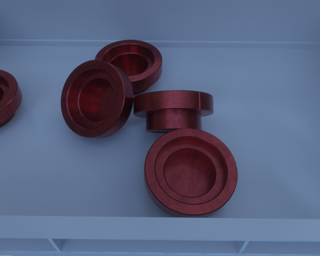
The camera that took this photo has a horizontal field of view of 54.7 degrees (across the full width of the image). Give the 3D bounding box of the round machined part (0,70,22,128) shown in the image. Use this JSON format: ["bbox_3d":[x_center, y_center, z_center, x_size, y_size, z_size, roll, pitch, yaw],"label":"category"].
[{"bbox_3d":[-0.238,-0.033,0.419,0.099,0.042,0.098,1,50,-1],"label":"round machined part"}]

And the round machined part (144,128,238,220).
[{"bbox_3d":[0.032,0.053,0.342,0.099,0.042,0.098,2,60,-4],"label":"round machined part"}]

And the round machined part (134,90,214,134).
[{"bbox_3d":[0.017,-0.016,0.384,0.099,0.098,0.042,-1,85,-1],"label":"round machined part"}]

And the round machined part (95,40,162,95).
[{"bbox_3d":[-0.046,-0.087,0.467,0.099,0.042,0.098,0,50,0],"label":"round machined part"}]

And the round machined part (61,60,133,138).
[{"bbox_3d":[-0.076,-0.035,0.401,0.098,0.042,0.097,-2,84,25],"label":"round machined part"}]
